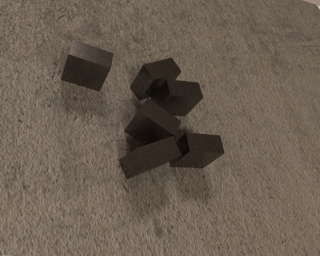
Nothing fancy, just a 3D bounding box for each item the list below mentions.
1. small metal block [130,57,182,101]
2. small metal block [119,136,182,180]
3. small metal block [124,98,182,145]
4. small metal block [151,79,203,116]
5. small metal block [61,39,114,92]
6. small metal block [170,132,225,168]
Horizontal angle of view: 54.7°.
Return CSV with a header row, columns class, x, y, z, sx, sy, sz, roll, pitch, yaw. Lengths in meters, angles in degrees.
class,x,y,z,sx,sy,sz,roll,pitch,yaw
small metal block,-0.006,-0.067,0.427,0.050,0.050,0.025,-23,75,-37
small metal block,-0.012,0.035,0.359,0.050,0.050,0.025,-17,80,-35
small metal block,-0.010,-0.002,0.385,0.050,0.050,0.025,35,51,-6
small metal block,0.023,-0.040,0.426,0.050,0.050,0.025,1,62,-28
small metal block,-0.091,-0.076,0.386,0.050,0.050,0.025,16,55,-20
small metal block,0.045,0.030,0.396,0.050,0.050,0.025,6,60,-26
